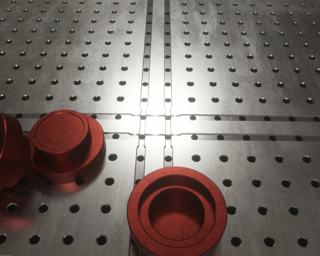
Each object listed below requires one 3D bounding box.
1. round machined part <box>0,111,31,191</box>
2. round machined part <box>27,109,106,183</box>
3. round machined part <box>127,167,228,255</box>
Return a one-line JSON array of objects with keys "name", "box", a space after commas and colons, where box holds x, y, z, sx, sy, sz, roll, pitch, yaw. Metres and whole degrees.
[{"name": "round machined part", "box": [-0.185, 0.031, 0.348, 0.098, 0.042, 0.098, -13, 64, 29]}, {"name": "round machined part", "box": [-0.119, 0.015, 0.382, 0.099, 0.042, 0.098, 0, 50, 0]}, {"name": "round machined part", "box": [0.017, 0.092, 0.320, 0.099, 0.042, 0.098, 0, 50, 0]}]
